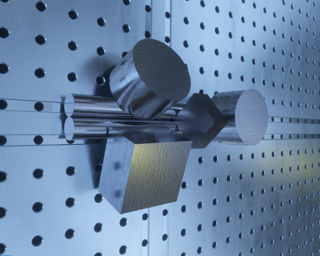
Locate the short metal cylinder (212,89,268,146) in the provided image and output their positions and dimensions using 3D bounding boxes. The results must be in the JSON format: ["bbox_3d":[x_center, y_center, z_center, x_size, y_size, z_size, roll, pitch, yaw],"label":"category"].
[{"bbox_3d":[0.113,-0.015,0.451,0.081,0.050,0.079,0,90,-40],"label":"short metal cylinder"}]

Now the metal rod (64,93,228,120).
[{"bbox_3d":[0.020,-0.023,0.422,0.302,0.025,0.025,1,90,-40],"label":"metal rod"}]

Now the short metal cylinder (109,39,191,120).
[{"bbox_3d":[-0.011,-0.056,0.361,0.080,0.050,0.080,21,54,-31],"label":"short metal cylinder"}]

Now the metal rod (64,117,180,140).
[{"bbox_3d":[0.020,0.002,0.422,0.302,0.025,0.025,1,90,-40],"label":"metal rod"}]

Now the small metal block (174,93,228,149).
[{"bbox_3d":[0.051,-0.009,0.394,0.025,0.050,0.050,1,47,-40],"label":"small metal block"}]

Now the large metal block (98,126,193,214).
[{"bbox_3d":[-0.017,0.044,0.356,0.081,0.050,0.079,-1,111,-40],"label":"large metal block"}]
